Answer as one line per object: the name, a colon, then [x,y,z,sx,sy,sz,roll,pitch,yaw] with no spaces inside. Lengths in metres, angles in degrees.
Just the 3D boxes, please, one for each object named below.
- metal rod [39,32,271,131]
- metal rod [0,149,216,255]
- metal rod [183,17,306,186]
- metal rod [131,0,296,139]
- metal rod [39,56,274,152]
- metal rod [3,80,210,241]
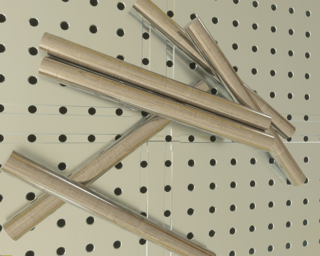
metal rod: [0.004,-0.053,0.392,0.302,0.025,0.025,19,84,-11]
metal rod: [-0.043,0.110,0.378,0.301,0.025,0.025,34,79,-24]
metal rod: [0.129,-0.024,0.441,0.025,0.025,0.300,-46,111,-14]
metal rod: [0.086,-0.078,0.443,0.301,0.025,0.025,36,78,-17]
metal rod: [0.004,-0.026,0.388,0.302,0.025,0.025,18,84,-10]
metal rod: [-0.054,0.030,0.392,0.301,0.025,0.025,-37,102,-16]
